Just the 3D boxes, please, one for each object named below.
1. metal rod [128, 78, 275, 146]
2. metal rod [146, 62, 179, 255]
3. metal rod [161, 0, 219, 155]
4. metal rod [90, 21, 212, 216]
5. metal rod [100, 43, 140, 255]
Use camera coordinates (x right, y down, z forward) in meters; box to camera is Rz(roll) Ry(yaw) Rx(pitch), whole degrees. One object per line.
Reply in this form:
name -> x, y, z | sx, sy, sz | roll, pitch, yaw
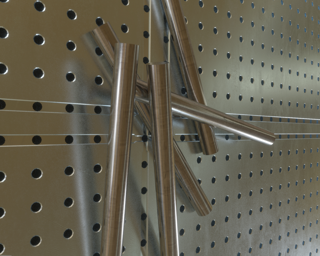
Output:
metal rod -> 0.076, -0.014, 0.440 | 0.302, 0.025, 0.025 | 16, 80, -39
metal rod -> 0.007, 0.071, 0.379 | 0.025, 0.025, 0.298 | -19, 114, -39
metal rod -> 0.037, -0.102, 0.441 | 0.025, 0.025, 0.298 | -28, 107, -37
metal rod -> -0.001, 0.004, 0.410 | 0.025, 0.025, 0.299 | -44, 117, -31
metal rod -> -0.048, 0.061, 0.339 | 0.025, 0.025, 0.298 | -2, 101, -40
